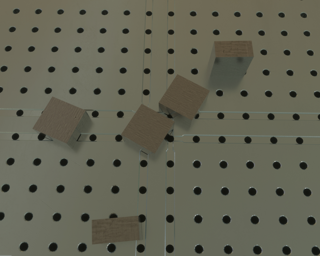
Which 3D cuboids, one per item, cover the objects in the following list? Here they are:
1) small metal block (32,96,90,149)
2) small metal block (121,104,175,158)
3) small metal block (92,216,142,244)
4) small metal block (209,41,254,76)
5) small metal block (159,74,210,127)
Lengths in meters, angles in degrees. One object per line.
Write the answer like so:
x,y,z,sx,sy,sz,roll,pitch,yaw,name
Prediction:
-0.131,-0.007,0.414,0.050,0.025,0.050,23,72,8,small metal block
-0.015,0.004,0.410,0.050,0.025,0.050,29,72,10,small metal block
-0.048,0.118,0.355,0.050,0.050,0.025,-5,70,-2,small metal block
0.098,-0.097,0.434,0.050,0.050,0.025,-1,70,0,small metal block
0.033,-0.038,0.426,0.050,0.025,0.050,29,73,10,small metal block
